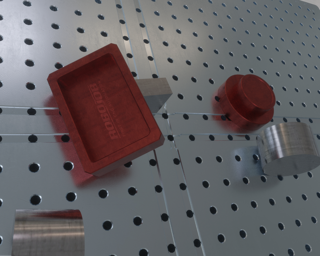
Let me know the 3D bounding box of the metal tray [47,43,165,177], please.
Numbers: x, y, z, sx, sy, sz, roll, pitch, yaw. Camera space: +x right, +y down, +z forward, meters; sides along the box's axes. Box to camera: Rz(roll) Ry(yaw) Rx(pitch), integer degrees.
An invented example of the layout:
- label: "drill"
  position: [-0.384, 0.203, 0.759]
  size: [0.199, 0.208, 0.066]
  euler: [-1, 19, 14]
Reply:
- label: "metal tray"
  position: [-0.062, -0.022, 0.354]
  size: [0.090, 0.030, 0.130]
  euler: [-27, 73, 0]

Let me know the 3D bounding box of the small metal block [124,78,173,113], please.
- label: "small metal block"
  position: [-0.020, -0.040, 0.406]
  size: [0.050, 0.050, 0.025]
  euler: [-9, 67, -32]

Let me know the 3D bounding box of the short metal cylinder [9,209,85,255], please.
- label: "short metal cylinder"
  position: [-0.097, 0.108, 0.255]
  size: [0.050, 0.080, 0.080]
  euler: [8, 59, -24]

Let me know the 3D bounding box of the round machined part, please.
- label: "round machined part"
  position: [0.148, -0.049, 0.507]
  size: [0.099, 0.042, 0.098]
  euler: [14, 56, -21]

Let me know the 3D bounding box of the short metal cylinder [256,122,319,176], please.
- label: "short metal cylinder"
  position: [0.186, 0.033, 0.453]
  size: [0.081, 0.080, 0.050]
  euler: [12, 57, -22]
